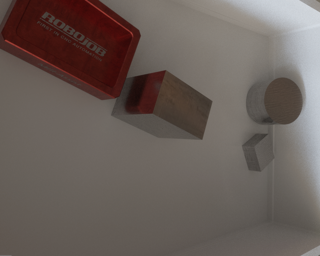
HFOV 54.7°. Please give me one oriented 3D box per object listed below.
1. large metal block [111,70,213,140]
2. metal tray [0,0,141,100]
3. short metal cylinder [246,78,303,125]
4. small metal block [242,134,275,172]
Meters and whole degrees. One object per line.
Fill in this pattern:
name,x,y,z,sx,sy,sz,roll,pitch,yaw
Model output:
large metal block,0.002,-0.024,0.374,0.080,0.080,0.050,27,73,-37
metal tray,-0.089,-0.096,0.329,0.131,0.030,0.090,27,73,-37
short metal cylinder,0.201,-0.045,0.546,0.081,0.050,0.079,0,89,-20
small metal block,0.178,0.043,0.560,0.050,0.025,0.050,-32,110,-36
